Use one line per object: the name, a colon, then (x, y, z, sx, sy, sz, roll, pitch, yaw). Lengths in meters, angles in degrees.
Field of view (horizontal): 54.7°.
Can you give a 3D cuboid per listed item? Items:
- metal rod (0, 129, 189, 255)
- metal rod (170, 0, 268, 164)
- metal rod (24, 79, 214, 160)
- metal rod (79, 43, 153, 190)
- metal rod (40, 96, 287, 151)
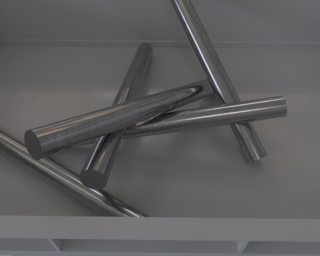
metal rod: (-0.107, 0.060, 0.353, 0.301, 0.025, 0.025, 25, 54, 19)
metal rod: (0.062, -0.096, 0.408, 0.025, 0.025, 0.299, -19, 77, -16)
metal rod: (-0.005, -0.027, 0.353, 0.025, 0.025, 0.302, 36, 36, 26)
metal rod: (-0.042, -0.042, 0.394, 0.025, 0.025, 0.300, 5, 36, 4)
metal rod: (-0.006, -0.004, 0.374, 0.301, 0.025, 0.025, -8, 50, 6)
